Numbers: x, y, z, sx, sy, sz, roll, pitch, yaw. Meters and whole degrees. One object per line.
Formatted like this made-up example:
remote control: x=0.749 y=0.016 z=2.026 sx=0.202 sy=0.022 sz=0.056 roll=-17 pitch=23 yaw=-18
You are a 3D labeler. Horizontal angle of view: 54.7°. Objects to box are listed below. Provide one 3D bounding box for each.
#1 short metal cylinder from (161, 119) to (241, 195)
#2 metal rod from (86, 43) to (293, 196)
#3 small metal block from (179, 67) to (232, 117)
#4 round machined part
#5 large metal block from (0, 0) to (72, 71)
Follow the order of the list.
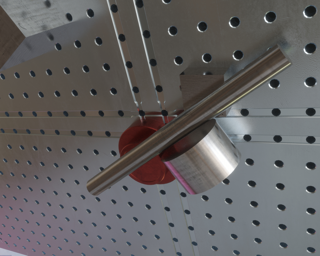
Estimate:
short metal cylinder: x=0.048 y=0.033 z=0.370 sx=0.080 sy=0.080 sz=0.050 roll=-31 pitch=101 yaw=38
metal rod: x=0.012 y=0.008 z=0.362 sx=0.299 sy=0.025 sz=0.025 roll=-36 pitch=98 yaw=30
small metal block: x=0.053 y=-0.042 z=0.356 sx=0.050 sy=0.025 sz=0.050 roll=5 pitch=121 yaw=25
round machined part: x=-0.016 y=0.040 z=0.432 sx=0.098 sy=0.042 sz=0.097 roll=13 pitch=124 yaw=20
large metal block: x=-0.173 y=-0.123 z=0.389 sx=0.080 sy=0.080 sz=0.050 roll=-28 pitch=103 yaw=37
